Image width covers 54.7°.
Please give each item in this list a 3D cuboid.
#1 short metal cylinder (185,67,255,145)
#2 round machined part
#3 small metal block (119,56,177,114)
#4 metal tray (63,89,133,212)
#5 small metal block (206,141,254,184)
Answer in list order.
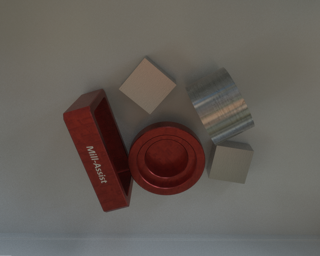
[{"bbox_3d":[0.071,-0.026,0.372,0.050,0.080,0.080,-28,108,9],"label":"short metal cylinder"},{"bbox_3d":[0.008,0.037,0.413,0.099,0.042,0.097,0,110,-1],"label":"round machined part"},{"bbox_3d":[-0.015,-0.054,0.389,0.050,0.025,0.050,39,106,-12],"label":"small metal block"},{"bbox_3d":[-0.069,0.025,0.383,0.030,0.090,0.129,-16,109,6],"label":"metal tray"},{"bbox_3d":[0.096,0.046,0.428,0.050,0.025,0.050,9,109,-3],"label":"small metal block"}]
